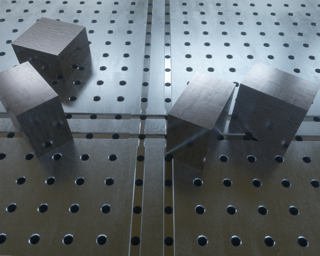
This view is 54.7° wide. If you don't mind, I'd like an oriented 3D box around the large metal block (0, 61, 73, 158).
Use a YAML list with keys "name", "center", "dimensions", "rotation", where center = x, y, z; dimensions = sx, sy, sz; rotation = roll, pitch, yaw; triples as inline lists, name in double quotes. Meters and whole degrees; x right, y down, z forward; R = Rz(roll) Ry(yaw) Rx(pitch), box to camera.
- name: "large metal block"
  center: [-0.160, -0.023, 0.389]
  dimensions: [0.050, 0.080, 0.080]
  rotation: [-33, 58, -24]

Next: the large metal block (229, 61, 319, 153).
- name: "large metal block"
  center: [0.142, -0.026, 0.396]
  dimensions: [0.080, 0.080, 0.050]
  rotation: [27, 55, 20]

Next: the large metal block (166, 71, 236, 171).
- name: "large metal block"
  center: [0.049, -0.008, 0.380]
  dimensions: [0.050, 0.080, 0.080]
  rotation: [22, 53, 17]

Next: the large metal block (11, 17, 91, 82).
- name: "large metal block"
  center: [-0.171, -0.128, 0.497]
  dimensions: [0.080, 0.050, 0.080]
  rotation: [16, 52, 13]
